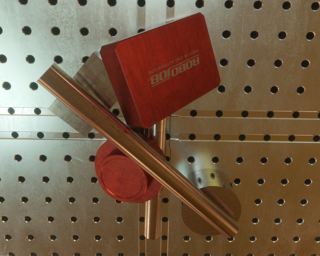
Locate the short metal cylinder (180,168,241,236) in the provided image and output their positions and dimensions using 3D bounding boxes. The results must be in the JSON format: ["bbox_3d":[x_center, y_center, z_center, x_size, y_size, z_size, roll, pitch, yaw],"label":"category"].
[{"bbox_3d":[0.069,0.104,0.440,0.081,0.050,0.079,0,110,-1],"label":"short metal cylinder"}]

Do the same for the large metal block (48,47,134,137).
[{"bbox_3d":[-0.076,-0.047,0.367,0.050,0.080,0.080,40,105,-14],"label":"large metal block"}]

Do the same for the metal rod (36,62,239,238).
[{"bbox_3d":[-0.007,0.040,0.353,0.025,0.025,0.300,-42,113,13],"label":"metal rod"}]

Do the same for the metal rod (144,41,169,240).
[{"bbox_3d":[-0.005,0.023,0.421,0.025,0.025,0.298,2,110,-1],"label":"metal rod"}]

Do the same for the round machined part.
[{"bbox_3d":[-0.042,0.058,0.408,0.098,0.042,0.097,6,111,16],"label":"round machined part"}]

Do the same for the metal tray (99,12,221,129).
[{"bbox_3d":[0.008,-0.067,0.344,0.131,0.030,0.090,-32,113,-34],"label":"metal tray"}]
